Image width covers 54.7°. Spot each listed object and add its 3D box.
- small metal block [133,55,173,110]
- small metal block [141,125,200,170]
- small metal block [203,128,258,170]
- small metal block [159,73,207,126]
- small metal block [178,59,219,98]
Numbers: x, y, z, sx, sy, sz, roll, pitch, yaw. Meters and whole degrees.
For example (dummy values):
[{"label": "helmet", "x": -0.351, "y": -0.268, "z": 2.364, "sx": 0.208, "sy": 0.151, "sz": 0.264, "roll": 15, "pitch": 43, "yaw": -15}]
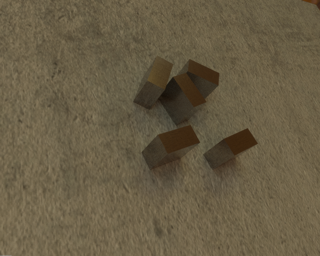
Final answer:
[{"label": "small metal block", "x": -0.009, "y": -0.061, "z": 0.422, "sx": 0.025, "sy": 0.050, "sz": 0.050, "roll": 27, "pitch": 52, "yaw": -12}, {"label": "small metal block", "x": 0.013, "y": 0.024, "z": 0.381, "sx": 0.050, "sy": 0.050, "sz": 0.025, "roll": -16, "pitch": 71, "yaw": -35}, {"label": "small metal block", "x": 0.096, "y": 0.029, "z": 0.424, "sx": 0.050, "sy": 0.050, "sz": 0.025, "roll": -19, "pitch": 72, "yaw": -36}, {"label": "small metal block", "x": 0.029, "y": -0.039, "z": 0.429, "sx": 0.025, "sy": 0.050, "sz": 0.050, "roll": -24, "pitch": 75, "yaw": -37}, {"label": "small metal block", "x": 0.052, "y": -0.068, "z": 0.459, "sx": 0.050, "sy": 0.050, "sz": 0.025, "roll": 22, "pitch": 54, "yaw": -16}]
